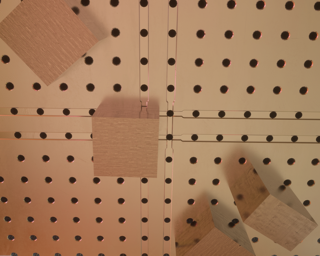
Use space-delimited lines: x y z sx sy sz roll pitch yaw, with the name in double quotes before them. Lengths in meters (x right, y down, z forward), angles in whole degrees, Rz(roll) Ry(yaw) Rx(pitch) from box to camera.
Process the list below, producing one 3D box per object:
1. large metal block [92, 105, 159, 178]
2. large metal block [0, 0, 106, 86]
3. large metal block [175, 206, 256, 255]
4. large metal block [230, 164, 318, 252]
"large metal block" -0.043 0.017 0.406 0.080 0.050 0.079 2 110 -1
"large metal block" -0.123 -0.109 0.359 0.080 0.050 0.080 -38 106 12
"large metal block" 0.080 0.179 0.467 0.080 0.050 0.080 38 106 -13
"large metal block" 0.151 0.106 0.424 0.080 0.080 0.050 33 107 -12
